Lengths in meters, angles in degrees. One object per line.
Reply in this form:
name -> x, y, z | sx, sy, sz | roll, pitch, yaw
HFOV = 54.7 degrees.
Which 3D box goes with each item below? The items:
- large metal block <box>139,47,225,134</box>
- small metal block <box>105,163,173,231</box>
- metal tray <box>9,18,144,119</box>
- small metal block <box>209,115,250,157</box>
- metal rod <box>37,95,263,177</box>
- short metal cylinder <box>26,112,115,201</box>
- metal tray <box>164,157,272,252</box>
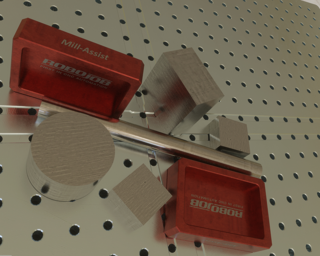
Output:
large metal block -> 0.026, -0.048, 0.418 | 0.050, 0.080, 0.080 | -20, 73, -36
small metal block -> -0.023, 0.077, 0.349 | 0.050, 0.025, 0.050 | 48, 51, 5
metal tray -> -0.095, -0.059, 0.350 | 0.131, 0.090, 0.030 | 17, 55, -19
small metal block -> 0.101, 0.015, 0.453 | 0.050, 0.025, 0.050 | 16, 55, -19
metal rod -> 0.002, 0.019, 0.397 | 0.302, 0.025, 0.025 | 18, 55, -18
short metal cylinder -> -0.093, 0.030, 0.322 | 0.081, 0.050, 0.080 | 14, 56, -21
metal tray -> 0.073, 0.096, 0.384 | 0.131, 0.030, 0.090 | 17, 55, -19
